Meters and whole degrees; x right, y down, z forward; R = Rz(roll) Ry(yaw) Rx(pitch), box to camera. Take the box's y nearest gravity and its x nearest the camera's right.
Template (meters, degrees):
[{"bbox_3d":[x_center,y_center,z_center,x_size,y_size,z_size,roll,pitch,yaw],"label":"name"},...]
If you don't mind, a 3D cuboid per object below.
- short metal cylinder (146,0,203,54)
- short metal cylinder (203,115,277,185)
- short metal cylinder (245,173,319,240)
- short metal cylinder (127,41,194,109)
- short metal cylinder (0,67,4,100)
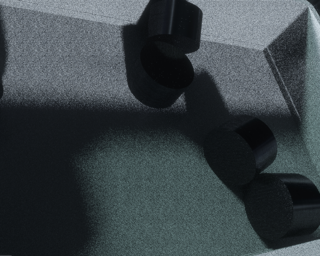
[{"bbox_3d":[0.021,-0.148,0.463,0.081,0.080,0.050,8,84,-24],"label":"short metal cylinder"},{"bbox_3d":[0.105,0.028,0.409,0.050,0.080,0.080,-26,76,-37],"label":"short metal cylinder"},{"bbox_3d":[0.155,0.098,0.394,0.050,0.080,0.080,5,60,-26],"label":"short metal cylinder"},{"bbox_3d":[0.001,-0.074,0.435,0.081,0.050,0.080,14,56,-21],"label":"short metal cylinder"},{"bbox_3d":[-0.198,-0.054,0.297,0.081,0.080,0.050,-6,65,-31],"label":"short metal cylinder"}]
